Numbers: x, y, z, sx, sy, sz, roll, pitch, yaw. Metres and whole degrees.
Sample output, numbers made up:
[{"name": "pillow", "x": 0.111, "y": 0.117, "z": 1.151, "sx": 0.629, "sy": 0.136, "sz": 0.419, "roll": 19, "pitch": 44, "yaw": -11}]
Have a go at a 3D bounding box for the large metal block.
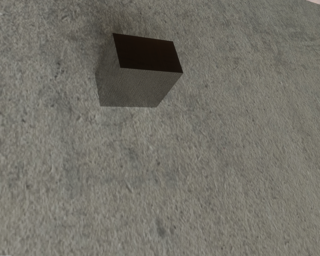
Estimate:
[{"name": "large metal block", "x": -0.030, "y": -0.069, "z": 0.394, "sx": 0.081, "sy": 0.080, "sz": 0.050, "roll": -1, "pitch": 62, "yaw": -29}]
